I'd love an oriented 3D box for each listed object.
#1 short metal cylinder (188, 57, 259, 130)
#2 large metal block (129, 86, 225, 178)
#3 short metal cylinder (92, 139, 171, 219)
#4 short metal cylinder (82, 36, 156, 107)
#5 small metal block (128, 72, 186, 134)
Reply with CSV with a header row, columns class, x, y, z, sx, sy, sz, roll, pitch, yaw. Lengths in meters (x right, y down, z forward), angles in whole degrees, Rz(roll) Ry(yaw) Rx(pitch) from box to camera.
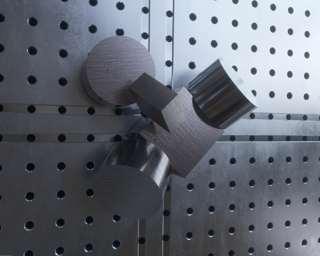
class,x,y,z,sx,sy,sz,roll,pitch,yaw
short metal cylinder,0.082,-0.045,0.402,0.050,0.080,0.080,-38,106,24
large metal block,0.021,0.005,0.401,0.080,0.050,0.080,46,76,-14
short metal cylinder,-0.031,0.060,0.362,0.080,0.050,0.079,7,122,11
short metal cylinder,-0.052,-0.066,0.377,0.081,0.050,0.079,0,90,-20
small metal block,-0.002,-0.027,0.342,0.050,0.050,0.025,37,76,28
